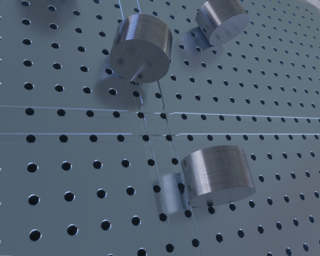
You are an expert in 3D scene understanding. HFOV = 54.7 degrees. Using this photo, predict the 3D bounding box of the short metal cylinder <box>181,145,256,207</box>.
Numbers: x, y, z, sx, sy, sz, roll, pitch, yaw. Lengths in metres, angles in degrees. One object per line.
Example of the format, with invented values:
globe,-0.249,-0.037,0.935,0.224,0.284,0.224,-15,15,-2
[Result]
short metal cylinder,0.069,0.060,0.375,0.081,0.080,0.050,5,60,-26

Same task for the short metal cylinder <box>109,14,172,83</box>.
short metal cylinder,-0.025,-0.107,0.426,0.081,0.080,0.050,19,54,-18

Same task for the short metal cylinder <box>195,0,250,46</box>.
short metal cylinder,0.111,-0.193,0.553,0.081,0.080,0.050,-16,70,-35
